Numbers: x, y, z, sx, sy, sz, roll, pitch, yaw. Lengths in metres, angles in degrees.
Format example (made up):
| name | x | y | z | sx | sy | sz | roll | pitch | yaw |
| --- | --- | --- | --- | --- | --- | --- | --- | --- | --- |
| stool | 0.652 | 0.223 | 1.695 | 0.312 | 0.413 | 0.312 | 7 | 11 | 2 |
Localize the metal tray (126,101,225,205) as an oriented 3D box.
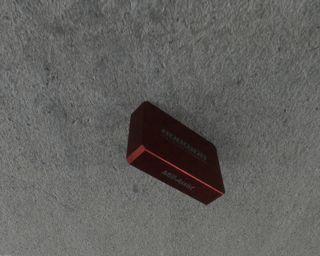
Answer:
| name | x | y | z | sx | sy | sz | roll | pitch | yaw |
| --- | --- | --- | --- | --- | --- | --- | --- | --- | --- |
| metal tray | 0.021 | 0.032 | 0.393 | 0.130 | 0.090 | 0.030 | 32 | 123 | -25 |
